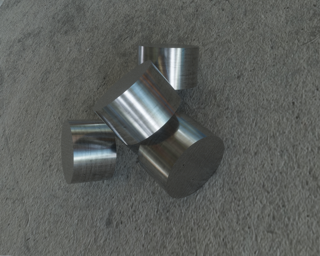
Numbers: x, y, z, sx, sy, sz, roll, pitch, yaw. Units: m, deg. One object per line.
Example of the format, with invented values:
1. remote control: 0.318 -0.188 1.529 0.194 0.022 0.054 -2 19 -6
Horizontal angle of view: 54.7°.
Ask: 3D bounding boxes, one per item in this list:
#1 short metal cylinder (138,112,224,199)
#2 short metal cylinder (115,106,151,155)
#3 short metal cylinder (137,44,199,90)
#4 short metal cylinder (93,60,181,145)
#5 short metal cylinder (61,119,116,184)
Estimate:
1. short metal cylinder: 0.023 0.030 0.339 0.080 0.080 0.050 -47 51 -4
2. short metal cylinder: -0.018 -0.007 0.403 0.080 0.050 0.080 -13 56 20
3. short metal cylinder: 0.010 -0.083 0.408 0.080 0.081 0.050 15 113 34
4. short metal cylinder: -0.025 -0.027 0.333 0.080 0.050 0.080 -35 21 16
5. short metal cylinder: -0.093 0.029 0.394 0.080 0.050 0.079 7 97 62
